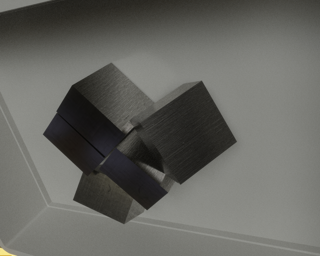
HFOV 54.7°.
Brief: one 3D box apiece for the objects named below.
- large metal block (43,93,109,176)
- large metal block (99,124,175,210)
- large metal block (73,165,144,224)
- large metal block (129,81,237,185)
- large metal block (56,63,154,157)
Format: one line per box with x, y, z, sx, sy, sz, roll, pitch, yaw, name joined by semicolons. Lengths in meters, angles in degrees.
-0.093;0.004;0.422;0.080;0.080;0.050;44;129;-3;large metal block
-0.017;0.044;0.405;0.080;0.080;0.050;41;129;0;large metal block
-0.064;0.091;0.451;0.080;0.080;0.050;20;92;16;large metal block
0.025;0.003;0.351;0.080;0.080;0.050;58;167;-13;large metal block
-0.065;-0.025;0.388;0.080;0.080;0.050;43;129;-2;large metal block
